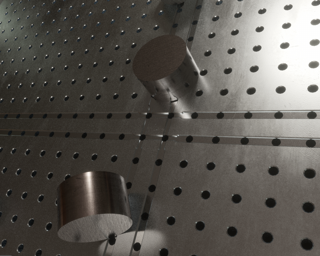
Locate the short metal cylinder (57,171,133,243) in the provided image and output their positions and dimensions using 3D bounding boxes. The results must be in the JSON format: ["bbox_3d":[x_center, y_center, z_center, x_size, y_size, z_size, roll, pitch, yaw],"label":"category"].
[{"bbox_3d":[-0.075,0.092,0.355,0.080,0.080,0.050,-25,53,13],"label":"short metal cylinder"}]

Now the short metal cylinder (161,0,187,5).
[{"bbox_3d":[0.020,-0.256,0.518,0.080,0.080,0.050,-32,52,7],"label":"short metal cylinder"}]

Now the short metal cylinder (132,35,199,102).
[{"bbox_3d":[0.009,-0.084,0.438,0.080,0.050,0.080,-13,56,20],"label":"short metal cylinder"}]
